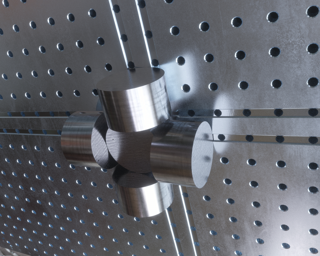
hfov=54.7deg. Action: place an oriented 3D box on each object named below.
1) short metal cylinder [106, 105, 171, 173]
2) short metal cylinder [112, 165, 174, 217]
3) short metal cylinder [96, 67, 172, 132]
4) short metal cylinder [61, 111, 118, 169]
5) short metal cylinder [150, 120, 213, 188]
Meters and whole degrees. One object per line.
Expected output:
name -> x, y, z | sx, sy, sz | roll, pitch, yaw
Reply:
short metal cylinder -> -0.025, 0.014, 0.417 | 0.080, 0.050, 0.079 | 12, 123, 20
short metal cylinder -> -0.023, 0.078, 0.435 | 0.080, 0.080, 0.050 | 6, 121, 25
short metal cylinder -> -0.030, -0.036, 0.369 | 0.080, 0.080, 0.050 | 3, 119, 27
short metal cylinder -> -0.090, 0.015, 0.433 | 0.050, 0.080, 0.080 | 1, 119, 27
short metal cylinder -> 0.029, 0.030, 0.379 | 0.050, 0.080, 0.079 | 4, 120, 26
